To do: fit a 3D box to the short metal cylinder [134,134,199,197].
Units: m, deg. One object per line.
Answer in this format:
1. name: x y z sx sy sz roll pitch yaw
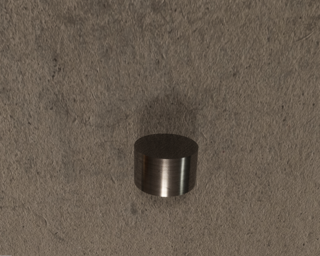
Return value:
1. short metal cylinder: 0.007 0.045 0.397 0.081 0.080 0.050 2 110 -1
